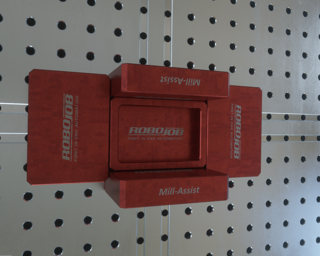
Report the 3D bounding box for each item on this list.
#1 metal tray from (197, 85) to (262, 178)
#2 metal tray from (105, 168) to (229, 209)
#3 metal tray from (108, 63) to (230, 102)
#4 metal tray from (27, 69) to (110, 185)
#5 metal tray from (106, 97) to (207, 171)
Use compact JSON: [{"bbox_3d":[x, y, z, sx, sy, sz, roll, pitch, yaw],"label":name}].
[{"bbox_3d":[0.101,0.005,0.447,0.091,0.030,0.129,1,90,-21],"label":"metal tray"},{"bbox_3d":[0.006,0.068,0.380,0.131,0.090,0.030,1,90,-20],"label":"metal tray"},{"bbox_3d":[0.007,-0.052,0.382,0.131,0.090,0.030,1,90,-20],"label":"metal tray"},{"bbox_3d":[-0.108,-0.001,0.370,0.091,0.030,0.129,1,90,-21],"label":"metal tray"},{"bbox_3d":[-0.003,0.008,0.407,0.131,0.030,0.089,1,90,-21],"label":"metal tray"}]
